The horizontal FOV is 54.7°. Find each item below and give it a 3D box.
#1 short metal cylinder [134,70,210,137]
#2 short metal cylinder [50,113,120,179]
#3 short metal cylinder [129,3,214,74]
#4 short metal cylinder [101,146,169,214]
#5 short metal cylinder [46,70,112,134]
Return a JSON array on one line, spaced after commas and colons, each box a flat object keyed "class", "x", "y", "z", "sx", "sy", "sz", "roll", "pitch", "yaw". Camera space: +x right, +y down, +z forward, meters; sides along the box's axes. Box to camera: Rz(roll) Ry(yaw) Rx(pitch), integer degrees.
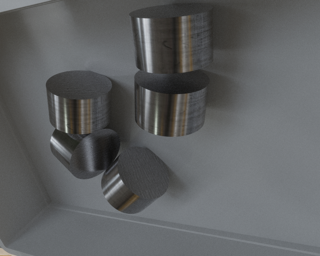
[{"class": "short metal cylinder", "x": 0.012, "y": -0.033, "z": 0.345, "sx": 0.080, "sy": 0.080, "sz": 0.050, "roll": 15, "pitch": 124, "yaw": 19}, {"class": "short metal cylinder", "x": -0.103, "y": 0.024, "z": 0.432, "sx": 0.050, "sy": 0.081, "sz": 0.079, "roll": 34, "pitch": 132, "yaw": 33}, {"class": "short metal cylinder", "x": 0.013, "y": -0.092, "z": 0.309, "sx": 0.080, "sy": 0.080, "sz": 0.050, "roll": 8, "pitch": 122, "yaw": 23}, {"class": "short metal cylinder", "x": -0.035, "y": 0.073, "z": 0.435, "sx": 0.080, "sy": 0.080, "sz": 0.050, "roll": 42, "pitch": 129, "yaw": -1}, {"class": "short metal cylinder", "x": -0.104, "y": -0.035, "z": 0.404, "sx": 0.080, "sy": 0.080, "sz": 0.050, "roll": 19, "pitch": 126, "yaw": 16}]
